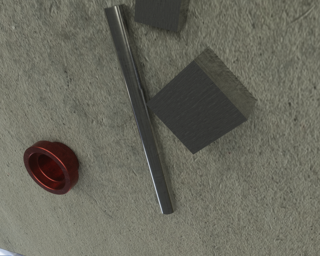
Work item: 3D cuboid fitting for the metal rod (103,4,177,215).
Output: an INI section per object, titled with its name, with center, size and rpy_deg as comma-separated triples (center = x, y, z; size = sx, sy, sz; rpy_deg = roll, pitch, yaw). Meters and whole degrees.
[metal rod]
center = -0.019, -0.007, 0.412
size = 0.025, 0.025, 0.298
rpy_deg = 0, 119, 28

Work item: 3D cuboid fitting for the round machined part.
[round machined part]
center = -0.179, 0.063, 0.529
size = 0.098, 0.042, 0.097
rpy_deg = 13, 124, 21

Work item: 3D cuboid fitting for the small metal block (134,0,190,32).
[small metal block]
center = 0.003, -0.133, 0.323
size = 0.050, 0.025, 0.050
rpy_deg = 19, 126, 17

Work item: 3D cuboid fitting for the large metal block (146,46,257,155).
[large metal block]
center = 0.046, -0.030, 0.348
size = 0.080, 0.050, 0.080
rpy_deg = 47, 129, -5
